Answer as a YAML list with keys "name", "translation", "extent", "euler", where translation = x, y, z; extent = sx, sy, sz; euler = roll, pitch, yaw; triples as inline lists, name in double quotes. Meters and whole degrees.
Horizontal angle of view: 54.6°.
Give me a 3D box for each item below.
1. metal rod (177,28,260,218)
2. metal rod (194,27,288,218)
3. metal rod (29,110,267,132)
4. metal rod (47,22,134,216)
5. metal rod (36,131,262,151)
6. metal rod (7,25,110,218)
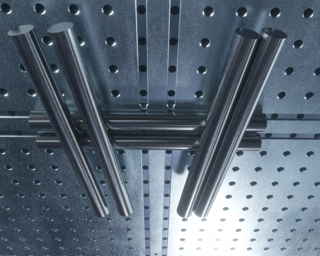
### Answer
- name: "metal rod"
  translation: [0.062, 0.020, 0.397]
  extent: [0.025, 0.025, 0.298]
  euler: [7, 130, -6]
- name: "metal rod"
  translation: [0.088, 0.020, 0.397]
  extent: [0.025, 0.025, 0.298]
  euler: [7, 130, -6]
- name: "metal rod"
  translation: [-0.014, -0.009, 0.405]
  extent: [0.302, 0.025, 0.025]
  euler: [1, 130, -1]
- name: "metal rod"
  translation: [-0.075, 0.016, 0.392]
  extent: [0.025, 0.025, 0.299]
  euler: [-6, 130, 5]
- name: "metal rod"
  translation: [-0.014, 0.018, 0.427]
  extent: [0.302, 0.025, 0.025]
  euler: [1, 130, -1]
- name: "metal rod"
  translation: [-0.112, 0.018, 0.394]
  extent: [0.025, 0.025, 0.299]
  euler: [-6, 130, 5]
